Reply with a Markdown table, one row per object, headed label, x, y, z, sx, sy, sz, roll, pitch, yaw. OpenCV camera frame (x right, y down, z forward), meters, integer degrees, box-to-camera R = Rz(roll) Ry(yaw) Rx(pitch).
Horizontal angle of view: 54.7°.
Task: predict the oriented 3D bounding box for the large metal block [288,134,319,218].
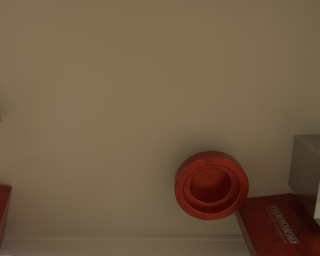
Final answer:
| label | x | y | z | sx | sy | sz | roll | pitch | yaw |
| --- | --- | --- | --- | --- | --- | --- | --- | --- | --- |
| large metal block | 0.214 | 0.060 | 0.407 | 0.050 | 0.080 | 0.079 | -2 | 110 | 0 |

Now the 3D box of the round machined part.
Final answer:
| label | x | y | z | sx | sy | sz | roll | pitch | yaw |
| --- | --- | --- | --- | --- | --- | --- | --- | --- | --- |
| round machined part | 0.069 | 0.076 | 0.431 | 0.099 | 0.042 | 0.097 | 0 | 110 | -1 |

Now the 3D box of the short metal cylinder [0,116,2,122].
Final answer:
| label | x | y | z | sx | sy | sz | roll | pitch | yaw |
| --- | --- | --- | --- | --- | --- | --- | --- | --- | --- |
| short metal cylinder | -0.244 | -0.013 | 0.374 | 0.080 | 0.080 | 0.050 | -21 | 109 | 7 |

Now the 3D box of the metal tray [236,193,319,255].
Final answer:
| label | x | y | z | sx | sy | sz | roll | pitch | yaw |
| --- | --- | --- | --- | --- | --- | --- | --- | --- | --- |
| metal tray | 0.159 | 0.138 | 0.409 | 0.091 | 0.130 | 0.030 | -7 | 110 | 2 |

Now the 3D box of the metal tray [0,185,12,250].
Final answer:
| label | x | y | z | sx | sy | sz | roll | pitch | yaw |
| --- | --- | --- | --- | --- | --- | --- | --- | --- | --- |
| metal tray | -0.224 | 0.144 | 0.400 | 0.030 | 0.130 | 0.089 | 11 | 107 | -20 |
